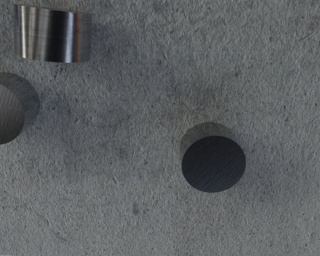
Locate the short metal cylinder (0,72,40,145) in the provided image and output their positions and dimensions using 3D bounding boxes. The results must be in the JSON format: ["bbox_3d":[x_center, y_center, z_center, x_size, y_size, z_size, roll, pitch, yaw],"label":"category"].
[{"bbox_3d":[-0.199,-0.025,0.385,0.081,0.050,0.079,0,110,0],"label":"short metal cylinder"}]

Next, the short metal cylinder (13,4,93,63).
[{"bbox_3d":[-0.117,-0.105,0.341,0.081,0.080,0.050,7,110,-3],"label":"short metal cylinder"}]

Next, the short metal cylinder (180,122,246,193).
[{"bbox_3d":[0.067,0.038,0.411,0.081,0.050,0.079,0,110,0],"label":"short metal cylinder"}]
